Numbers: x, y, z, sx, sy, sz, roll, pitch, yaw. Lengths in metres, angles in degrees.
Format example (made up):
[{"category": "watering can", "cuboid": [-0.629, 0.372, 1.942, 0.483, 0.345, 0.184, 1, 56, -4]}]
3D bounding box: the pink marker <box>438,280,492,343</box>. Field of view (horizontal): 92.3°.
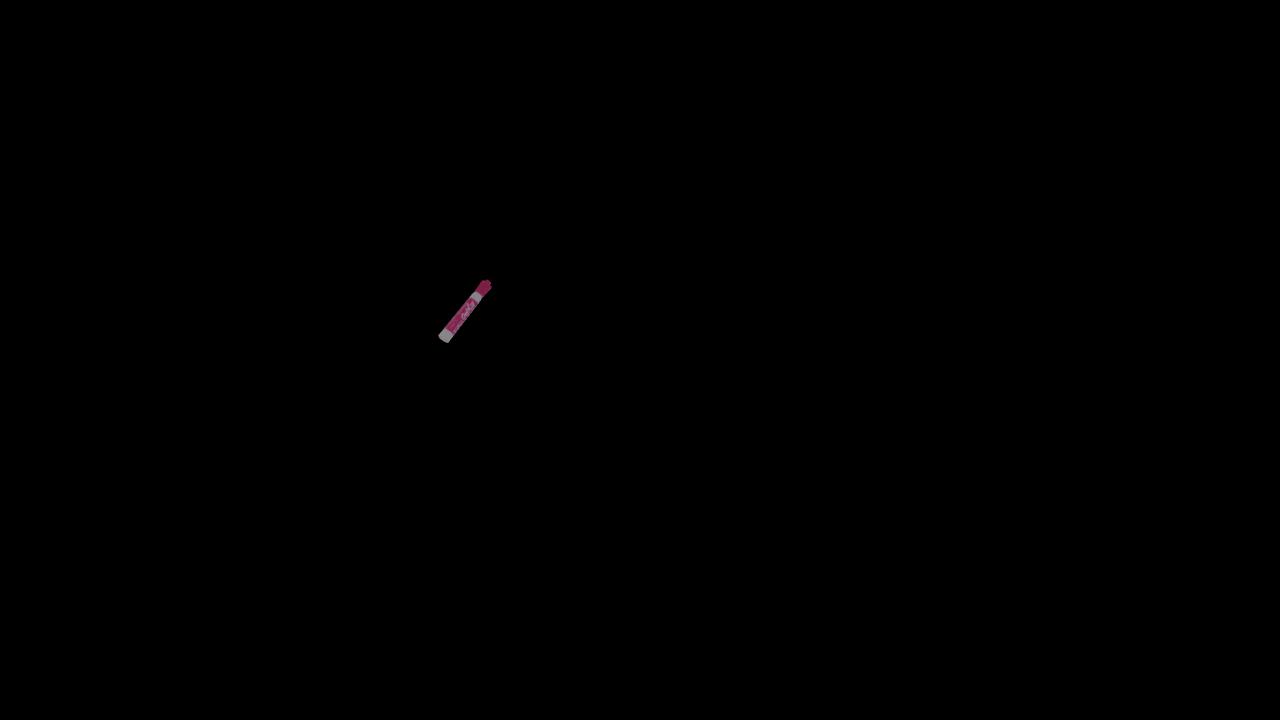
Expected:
[{"category": "pink marker", "cuboid": [-0.274, -0.079, 0.972, 0.020, 0.121, 0.020, 28, -21, 12]}]
